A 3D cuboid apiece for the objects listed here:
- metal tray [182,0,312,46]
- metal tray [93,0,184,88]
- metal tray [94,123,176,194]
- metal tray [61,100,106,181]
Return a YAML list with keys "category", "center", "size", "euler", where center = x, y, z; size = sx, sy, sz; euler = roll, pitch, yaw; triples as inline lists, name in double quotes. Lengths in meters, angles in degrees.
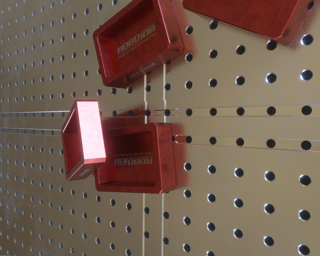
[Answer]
- category: "metal tray"
  center: [0.094, -0.152, 0.327]
  size: [0.130, 0.030, 0.089]
  euler: [35, 111, 34]
- category: "metal tray"
  center: [-0.036, -0.121, 0.433]
  size: [0.130, 0.030, 0.090]
  euler: [-22, 76, 37]
- category: "metal tray"
  center: [-0.041, 0.044, 0.437]
  size: [0.130, 0.030, 0.089]
  euler: [-8, 85, 39]
- category: "metal tray"
  center: [-0.119, 0.023, 0.465]
  size: [0.129, 0.030, 0.090]
  euler: [-38, 59, 57]
